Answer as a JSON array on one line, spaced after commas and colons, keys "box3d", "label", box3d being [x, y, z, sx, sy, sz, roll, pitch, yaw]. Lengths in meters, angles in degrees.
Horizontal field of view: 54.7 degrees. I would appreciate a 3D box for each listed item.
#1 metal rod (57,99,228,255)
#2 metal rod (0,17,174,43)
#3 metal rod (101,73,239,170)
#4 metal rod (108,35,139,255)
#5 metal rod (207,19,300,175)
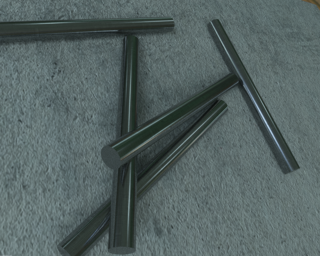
[{"box3d": [0.003, 0.042, 0.380, 0.025, 0.025, 0.302, 47, 51, 4], "label": "metal rod"}, {"box3d": [-0.104, -0.139, 0.433, 0.303, 0.025, 0.025, -16, 70, -35], "label": "metal rod"}, {"box3d": [0.037, -0.026, 0.407, 0.025, 0.025, 0.302, 50, 41, 6], "label": "metal rod"}, {"box3d": [-0.039, -0.009, 0.369, 0.025, 0.025, 0.300, 15, 50, -21], "label": "metal rod"}, {"box3d": [0.152, -0.064, 0.526, 0.025, 0.025, 0.299, -8, 66, -32], "label": "metal rod"}]
